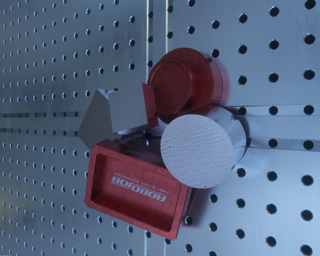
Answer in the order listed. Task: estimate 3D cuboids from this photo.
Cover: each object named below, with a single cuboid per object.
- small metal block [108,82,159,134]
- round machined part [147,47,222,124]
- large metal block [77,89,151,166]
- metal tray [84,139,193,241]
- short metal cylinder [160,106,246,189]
[{"bbox_3d":[-0.033,-0.022,0.376,0.050,0.025,0.050,-14,78,28],"label":"small metal block"},{"bbox_3d":[0.022,-0.050,0.380,0.098,0.042,0.097,0,90,40],"label":"round machined part"},{"bbox_3d":[-0.065,0.000,0.447,0.080,0.050,0.080,43,116,31],"label":"large metal block"},{"bbox_3d":[-0.028,0.075,0.392,0.130,0.030,0.089,17,109,16],"label":"metal tray"},{"bbox_3d":[0.048,0.019,0.339,0.080,0.050,0.079,8,108,27],"label":"short metal cylinder"}]
